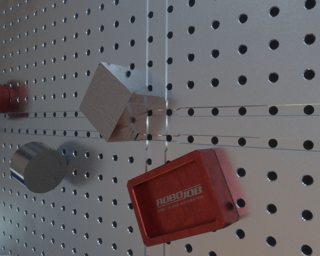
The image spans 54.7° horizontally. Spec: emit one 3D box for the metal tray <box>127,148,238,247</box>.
[{"bbox_3d":[0.022,0.090,0.388,0.130,0.030,0.090,-29,72,36],"label":"metal tray"}]

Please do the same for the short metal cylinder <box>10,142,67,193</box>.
[{"bbox_3d":[-0.215,0.069,0.551,0.050,0.081,0.079,19,102,38],"label":"short metal cylinder"}]

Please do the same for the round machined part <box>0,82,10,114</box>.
[{"bbox_3d":[-0.384,-0.067,0.715,0.098,0.042,0.097,0,90,40],"label":"round machined part"}]

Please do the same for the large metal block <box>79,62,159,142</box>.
[{"bbox_3d":[-0.061,-0.036,0.444,0.080,0.050,0.080,45,117,30],"label":"large metal block"}]
